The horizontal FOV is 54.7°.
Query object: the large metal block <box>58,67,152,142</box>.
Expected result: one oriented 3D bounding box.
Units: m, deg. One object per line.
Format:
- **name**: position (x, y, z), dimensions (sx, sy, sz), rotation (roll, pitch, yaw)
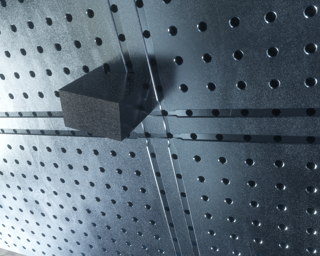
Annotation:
- **large metal block**: position (-0.064, -0.033, 0.387), dimensions (0.080, 0.080, 0.050), rotation (14, 124, 20)
